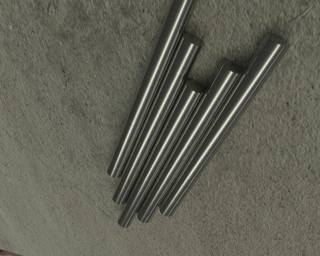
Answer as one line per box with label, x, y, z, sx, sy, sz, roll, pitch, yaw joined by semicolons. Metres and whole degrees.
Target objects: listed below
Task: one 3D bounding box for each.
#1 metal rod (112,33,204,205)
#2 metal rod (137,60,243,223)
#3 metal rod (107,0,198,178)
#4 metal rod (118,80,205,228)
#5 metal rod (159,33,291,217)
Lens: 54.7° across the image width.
metal rod;-0.016;0.011;0.422;0.025;0.025;0.298;32;128;7
metal rod;0.025;0.040;0.418;0.025;0.025;0.298;32;129;7
metal rod;-0.020;-0.037;0.395;0.025;0.025;0.298;32;129;7
metal rod;-0.010;0.057;0.448;0.025;0.025;0.298;32;128;7
metal rod;0.062;0.021;0.387;0.025;0.025;0.298;32;129;7
